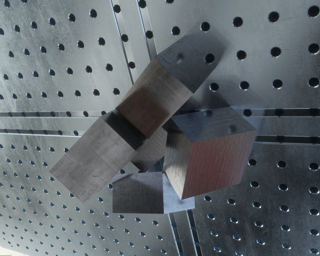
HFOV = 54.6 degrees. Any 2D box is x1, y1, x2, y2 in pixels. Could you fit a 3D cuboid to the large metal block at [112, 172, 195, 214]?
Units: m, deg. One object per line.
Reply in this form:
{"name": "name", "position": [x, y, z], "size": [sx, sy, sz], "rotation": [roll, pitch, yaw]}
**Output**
{"name": "large metal block", "position": [-0.008, 0.088, 0.425], "size": [0.080, 0.080, 0.050], "rotation": [-9, 78, 32]}

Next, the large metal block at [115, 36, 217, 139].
{"name": "large metal block", "position": [0.008, -0.046, 0.344], "size": [0.050, 0.080, 0.080], "rotation": [43, 129, -2]}

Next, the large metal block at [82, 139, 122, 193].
{"name": "large metal block", "position": [-0.085, 0.038, 0.443], "size": [0.050, 0.080, 0.080], "rotation": [44, 129, -2]}

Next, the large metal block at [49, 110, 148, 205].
{"name": "large metal block", "position": [-0.061, 0.026, 0.343], "size": [0.050, 0.080, 0.080], "rotation": [44, 104, -2]}

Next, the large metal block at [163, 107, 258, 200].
{"name": "large metal block", "position": [0.054, 0.027, 0.355], "size": [0.050, 0.081, 0.079], "rotation": [-127, 35, -47]}

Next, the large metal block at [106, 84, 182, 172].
{"name": "large metal block", "position": [-0.019, 0.000, 0.407], "size": [0.080, 0.050, 0.080], "rotation": [43, 129, -2]}
